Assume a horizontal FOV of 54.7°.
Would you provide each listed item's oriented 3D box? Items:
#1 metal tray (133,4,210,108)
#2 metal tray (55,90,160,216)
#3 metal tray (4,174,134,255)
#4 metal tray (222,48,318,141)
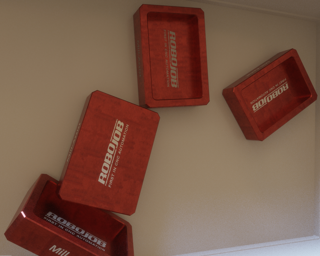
[{"bbox_3d":[0.016,-0.092,0.413,0.091,0.030,0.129,-4,92,-20],"label":"metal tray"},{"bbox_3d":[-0.060,0.031,0.374,0.091,0.030,0.130,20,75,-22],"label":"metal tray"},{"bbox_3d":[-0.090,0.112,0.340,0.130,0.090,0.030,36,99,-17],"label":"metal tray"},{"bbox_3d":[0.169,-0.050,0.469,0.131,0.030,0.090,-33,101,-17],"label":"metal tray"}]
